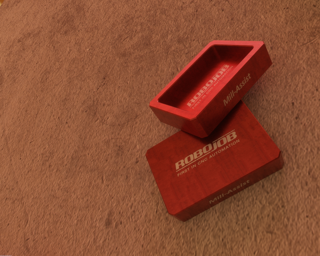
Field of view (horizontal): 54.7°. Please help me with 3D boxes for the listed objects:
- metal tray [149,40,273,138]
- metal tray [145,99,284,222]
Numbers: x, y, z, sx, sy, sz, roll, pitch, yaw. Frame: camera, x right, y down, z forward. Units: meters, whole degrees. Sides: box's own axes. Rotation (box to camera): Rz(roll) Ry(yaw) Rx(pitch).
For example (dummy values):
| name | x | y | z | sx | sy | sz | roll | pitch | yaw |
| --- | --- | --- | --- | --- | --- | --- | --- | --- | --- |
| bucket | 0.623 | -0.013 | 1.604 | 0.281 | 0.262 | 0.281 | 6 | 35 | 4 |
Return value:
| name | x | y | z | sx | sy | sz | roll | pitch | yaw |
| --- | --- | --- | --- | --- | --- | --- | --- | --- | --- |
| metal tray | 0.059 | -0.053 | 0.375 | 0.130 | 0.030 | 0.090 | -46 | 35 | -15 |
| metal tray | 0.057 | 0.034 | 0.350 | 0.130 | 0.030 | 0.090 | -31 | 52 | 8 |
